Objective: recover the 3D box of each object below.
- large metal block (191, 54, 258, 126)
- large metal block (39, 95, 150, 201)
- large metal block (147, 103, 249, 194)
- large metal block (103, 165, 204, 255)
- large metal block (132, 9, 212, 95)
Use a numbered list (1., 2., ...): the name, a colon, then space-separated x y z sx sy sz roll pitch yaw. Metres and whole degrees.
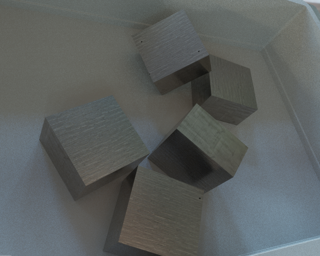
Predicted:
1. large metal block: 0.097 -0.058 0.480 0.081 0.050 0.080 14 56 -21
2. large metal block: -0.072 0.020 0.340 0.081 0.050 0.080 -25 76 -37
3. large metal block: 0.044 0.030 0.377 0.080 0.080 0.050 41 51 -1
4. large metal block: -0.005 0.097 0.329 0.080 0.050 0.080 23 53 -15
5. large metal block: 0.018 -0.106 0.439 0.080 0.050 0.080 -26 72 5
